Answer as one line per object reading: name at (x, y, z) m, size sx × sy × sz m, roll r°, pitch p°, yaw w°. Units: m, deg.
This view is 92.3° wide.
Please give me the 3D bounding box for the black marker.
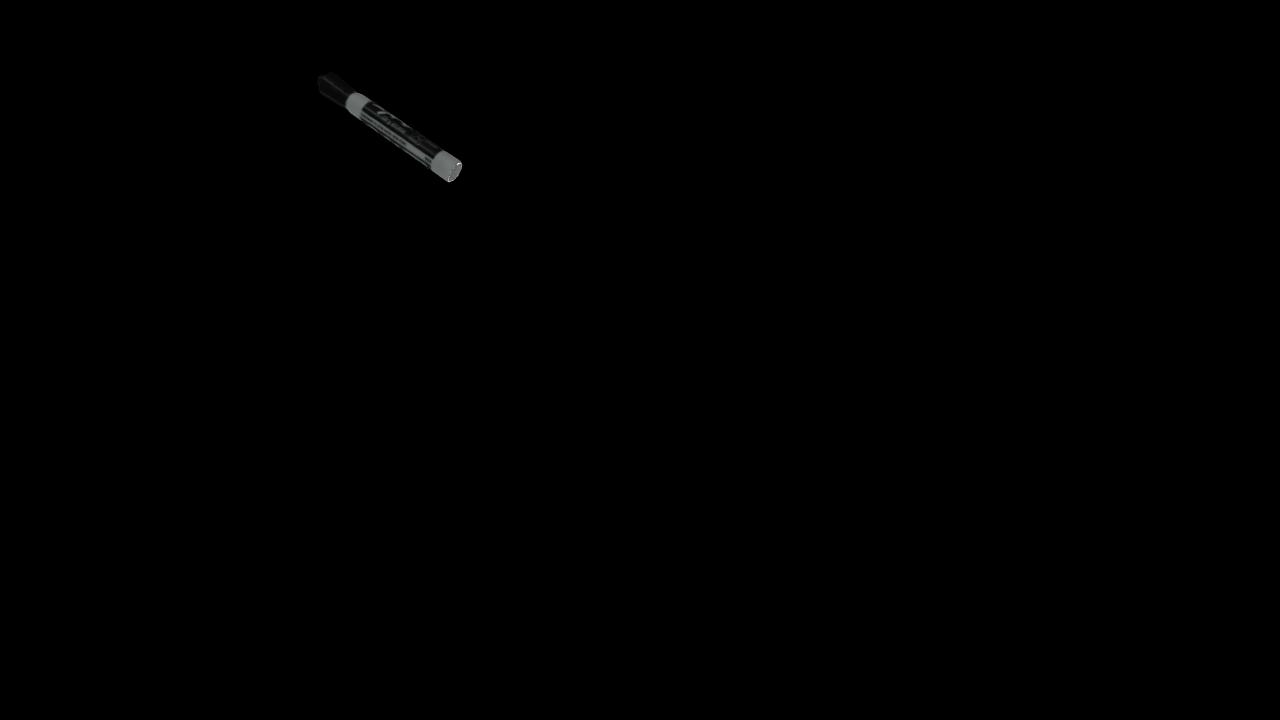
black marker at (-0.189, -0.176, 0.463) m, size 0.121 × 0.020 × 0.020 m, roll 34°, pitch -1°, yaw -2°
